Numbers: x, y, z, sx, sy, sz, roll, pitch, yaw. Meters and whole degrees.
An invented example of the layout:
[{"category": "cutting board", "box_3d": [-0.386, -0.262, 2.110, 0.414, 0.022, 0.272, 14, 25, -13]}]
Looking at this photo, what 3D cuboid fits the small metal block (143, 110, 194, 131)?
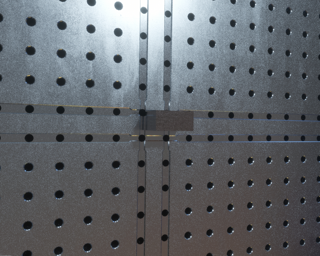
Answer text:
[{"category": "small metal block", "box_3d": [0.010, -0.009, 0.404, 0.050, 0.050, 0.025, 1, 90, -20]}]
